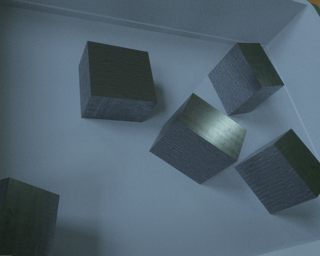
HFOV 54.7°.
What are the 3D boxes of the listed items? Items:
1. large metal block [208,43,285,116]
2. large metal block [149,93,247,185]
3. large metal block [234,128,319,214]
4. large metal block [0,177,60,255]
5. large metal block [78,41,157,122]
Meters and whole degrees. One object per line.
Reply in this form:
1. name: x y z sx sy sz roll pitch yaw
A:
1. large metal block: 0.132 -0.076 0.487 0.050 0.080 0.080 -9 67 -32
2. large metal block: 0.046 0.016 0.385 0.080 0.080 0.050 34 51 -6
3. large metal block: 0.165 0.060 0.422 0.050 0.080 0.080 -29 78 -37
4. large metal block: -0.130 0.091 0.236 0.050 0.080 0.080 44 37 -51
5. large metal block: -0.056 -0.057 0.394 0.081 0.050 0.080 4 60 -26
